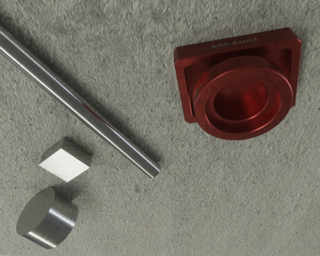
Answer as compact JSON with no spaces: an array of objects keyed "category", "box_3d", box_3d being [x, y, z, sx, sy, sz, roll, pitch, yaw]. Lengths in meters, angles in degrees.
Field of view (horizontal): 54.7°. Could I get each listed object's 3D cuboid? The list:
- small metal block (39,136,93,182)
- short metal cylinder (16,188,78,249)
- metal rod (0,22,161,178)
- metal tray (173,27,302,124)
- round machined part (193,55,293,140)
[{"category":"small metal block","box_3d":[-0.135,0.046,0.445,0.050,0.025,0.050,-33,123,25]},{"category":"short metal cylinder","box_3d":[-0.178,0.142,0.490,0.080,0.080,0.050,-28,125,21]},{"category":"metal rod","box_3d":[-0.100,-0.026,0.383,0.025,0.025,0.300,-30,124,23]},{"category":"metal tray","box_3d":[0.087,-0.057,0.356,0.131,0.030,0.090,-9,130,7]},{"category":"round machined part","box_3d":[0.084,-0.035,0.330,0.099,0.042,0.097,-1,134,0]}]
